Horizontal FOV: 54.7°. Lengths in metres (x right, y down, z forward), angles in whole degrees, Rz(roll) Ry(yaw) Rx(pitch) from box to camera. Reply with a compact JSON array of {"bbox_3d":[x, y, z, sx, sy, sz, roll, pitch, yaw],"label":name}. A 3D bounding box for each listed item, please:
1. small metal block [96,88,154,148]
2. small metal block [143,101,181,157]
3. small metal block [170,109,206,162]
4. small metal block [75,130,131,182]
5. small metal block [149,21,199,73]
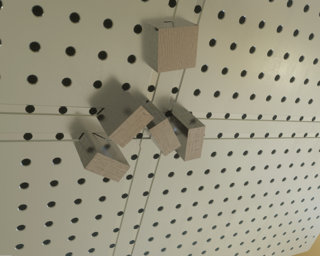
[{"bbox_3d":[-0.042,-0.013,0.365,0.050,0.050,0.025,-44,130,2],"label":"small metal block"},{"bbox_3d":[-0.003,0.000,0.395,0.025,0.050,0.050,-34,129,-7],"label":"small metal block"},{"bbox_3d":[0.035,0.009,0.422,0.025,0.050,0.050,-10,123,-23],"label":"small metal block"},{"bbox_3d":[-0.071,0.035,0.379,0.050,0.050,0.025,31,101,-38],"label":"small metal block"},{"bbox_3d":[0.015,-0.096,0.362,0.050,0.025,0.050,-13,124,-22],"label":"small metal block"}]
